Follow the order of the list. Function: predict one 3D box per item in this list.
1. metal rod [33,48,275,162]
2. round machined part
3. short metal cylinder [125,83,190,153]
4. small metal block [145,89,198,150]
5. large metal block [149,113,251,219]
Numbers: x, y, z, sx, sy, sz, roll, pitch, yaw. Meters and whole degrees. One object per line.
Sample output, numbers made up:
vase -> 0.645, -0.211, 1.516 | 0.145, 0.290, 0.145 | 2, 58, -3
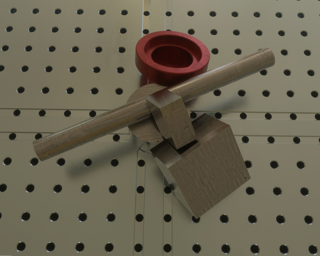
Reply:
metal rod -> 0.001, -0.032, 0.370 | 0.302, 0.025, 0.025 | -23, 72, -9
round machined part -> 0.015, -0.088, 0.423 | 0.099, 0.042, 0.098 | 4, 47, -4
short metal cylinder -> -0.003, -0.011, 0.402 | 0.081, 0.050, 0.080 | 0, 70, 0
small metal block -> 0.012, -0.011, 0.338 | 0.025, 0.050, 0.050 | -28, 115, -10
large metal block -> 0.047, 0.042, 0.359 | 0.080, 0.050, 0.080 | -34, 118, -11
